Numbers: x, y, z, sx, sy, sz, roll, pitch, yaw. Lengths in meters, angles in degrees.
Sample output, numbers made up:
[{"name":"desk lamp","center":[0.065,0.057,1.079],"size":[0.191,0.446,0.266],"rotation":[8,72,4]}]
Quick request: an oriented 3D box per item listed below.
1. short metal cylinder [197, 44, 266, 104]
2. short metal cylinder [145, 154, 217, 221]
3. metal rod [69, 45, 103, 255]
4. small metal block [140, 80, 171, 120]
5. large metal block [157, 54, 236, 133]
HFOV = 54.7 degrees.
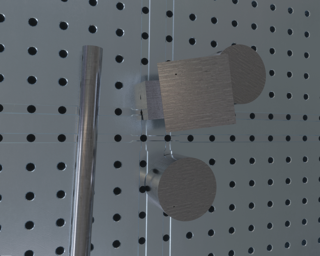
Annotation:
[{"name":"short metal cylinder","center":[0.100,-0.072,0.436],"size":[0.081,0.050,0.079],"rotation":[0,90,-20]},{"name":"short metal cylinder","center":[0.027,0.076,0.410],"size":[0.081,0.050,0.079],"rotation":[0,90,-20]},{"name":"metal rod","center":[-0.092,0.050,0.379],"size":[0.025,0.025,0.298],"rotation":[4,89,-20]},{"name":"small metal block","center":[0.002,-0.037,0.414],"size":[0.050,0.025,0.050],"rotation":[-5,92,-20]},{"name":"large metal block","center":[0.042,-0.041,0.375],"size":[0.080,0.050,0.079],"rotation":[-7,93,0]}]
